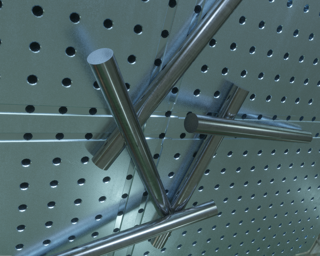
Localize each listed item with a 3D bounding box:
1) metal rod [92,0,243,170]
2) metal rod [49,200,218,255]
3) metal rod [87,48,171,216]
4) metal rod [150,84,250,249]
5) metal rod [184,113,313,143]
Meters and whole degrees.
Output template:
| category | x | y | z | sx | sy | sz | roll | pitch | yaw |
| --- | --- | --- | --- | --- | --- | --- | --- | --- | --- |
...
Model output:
| category | x | y | z | sx | sy | sz | roll | pitch | yaw |
| --- | --- | --- | --- | --- | --- | --- | --- | --- | --- |
| metal rod | 0.016 | -0.069 | 0.378 | 0.025 | 0.025 | 0.299 | 33 | 100 | -39 |
| metal rod | -0.054 | 0.167 | 0.466 | 0.302 | 0.025 | 0.025 | -15 | 125 | -13 |
| metal rod | -0.024 | 0.033 | 0.391 | 0.025 | 0.025 | 0.299 | -29 | 137 | -11 |
| metal rod | 0.056 | 0.071 | 0.487 | 0.025 | 0.025 | 0.298 | 13 | 112 | -34 |
| metal rod | 0.154 | 0.005 | 0.477 | 0.302 | 0.025 | 0.025 | 6 | 116 | -40 |
